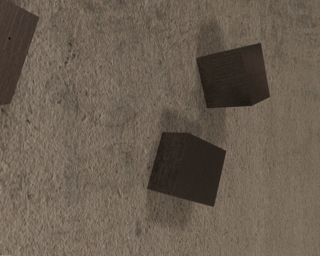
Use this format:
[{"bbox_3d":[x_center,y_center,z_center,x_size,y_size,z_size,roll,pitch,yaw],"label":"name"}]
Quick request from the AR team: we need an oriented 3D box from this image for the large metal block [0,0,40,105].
[{"bbox_3d":[-0.159,-0.070,0.255,0.080,0.050,0.080,22,76,-38],"label":"large metal block"}]

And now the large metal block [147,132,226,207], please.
[{"bbox_3d":[0.038,0.056,0.423,0.080,0.050,0.080,25,74,-38],"label":"large metal block"}]

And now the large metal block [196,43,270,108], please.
[{"bbox_3d":[0.109,-0.076,0.462,0.050,0.080,0.079,-23,105,-38],"label":"large metal block"}]
